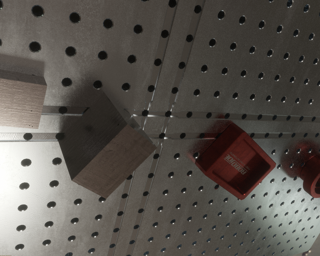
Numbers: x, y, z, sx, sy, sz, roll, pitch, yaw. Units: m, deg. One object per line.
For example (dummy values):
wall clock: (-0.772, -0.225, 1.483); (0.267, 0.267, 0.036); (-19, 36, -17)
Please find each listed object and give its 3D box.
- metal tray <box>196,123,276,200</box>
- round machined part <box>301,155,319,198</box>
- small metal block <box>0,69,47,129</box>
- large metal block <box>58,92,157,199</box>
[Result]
metal tray: (0.131, 0.061, 0.519); (0.090, 0.030, 0.130); (-48, 129, 5)
round machined part: (0.336, 0.095, 0.647); (0.099, 0.042, 0.097); (-14, 125, -21)
small metal block: (-0.147, -0.029, 0.314); (0.050, 0.025, 0.050); (6, 115, -32)
large metal block: (-0.063, 0.018, 0.354); (0.080, 0.080, 0.050); (-45, 130, 3)
